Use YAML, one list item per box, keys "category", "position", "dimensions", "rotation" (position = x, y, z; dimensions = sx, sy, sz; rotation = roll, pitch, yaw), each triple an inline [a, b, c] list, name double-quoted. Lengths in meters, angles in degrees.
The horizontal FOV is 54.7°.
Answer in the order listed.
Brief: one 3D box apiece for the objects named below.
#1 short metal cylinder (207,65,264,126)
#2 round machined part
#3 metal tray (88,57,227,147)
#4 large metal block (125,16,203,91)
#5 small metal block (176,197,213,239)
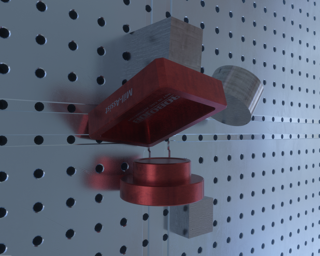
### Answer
- category: "short metal cylinder"
  position: [0.106, -0.047, 0.462]
  dimensions: [0.080, 0.080, 0.050]
  rotation: [46, 63, -31]
- category: "round machined part"
  position: [0.003, 0.058, 0.364]
  dimensions: [0.099, 0.098, 0.042]
  rotation: [-1, 91, -40]
- category: "metal tray"
  position: [-0.007, -0.019, 0.334]
  dimensions: [0.091, 0.130, 0.030]
  rotation: [12, 60, -40]
- category: "large metal block"
  position: [0.003, -0.078, 0.375]
  dimensions: [0.050, 0.080, 0.080]
  rotation: [6, 86, -40]
- category: "small metal block"
  position: [0.051, 0.128, 0.452]
  dimensions: [0.050, 0.025, 0.050]
  rotation: [1, 89, -40]
